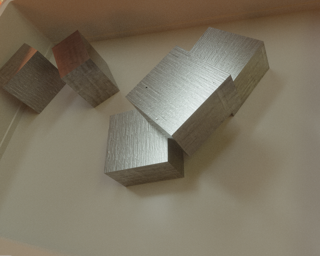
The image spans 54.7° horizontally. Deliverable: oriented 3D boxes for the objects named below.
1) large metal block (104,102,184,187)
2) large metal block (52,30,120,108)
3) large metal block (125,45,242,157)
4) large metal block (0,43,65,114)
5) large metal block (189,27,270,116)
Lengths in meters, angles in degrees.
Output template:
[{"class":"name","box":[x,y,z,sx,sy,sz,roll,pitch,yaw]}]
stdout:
[{"class":"large metal block","box":[-0.018,0.022,0.385,0.080,0.050,0.080,-13,56,21]},{"class":"large metal block","box":[-0.116,-0.091,0.485,0.050,0.080,0.080,-34,52,6]},{"class":"large metal block","box":[0.025,-0.030,0.330,0.080,0.050,0.080,-46,52,-4]},{"class":"large metal block","box":[-0.221,-0.085,0.536,0.050,0.080,0.080,31,79,37]},{"class":"large metal block","box":[0.078,-0.073,0.393,0.080,0.050,0.080,31,78,37]}]
